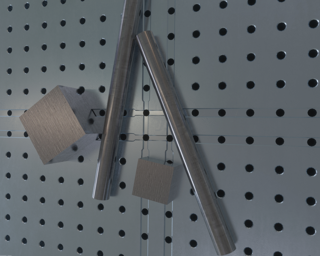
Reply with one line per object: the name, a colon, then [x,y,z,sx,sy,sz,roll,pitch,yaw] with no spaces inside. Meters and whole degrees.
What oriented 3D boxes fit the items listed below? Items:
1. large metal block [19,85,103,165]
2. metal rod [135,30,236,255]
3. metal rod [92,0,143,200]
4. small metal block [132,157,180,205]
large metal block: [-0.141,-0.004,0.449,0.080,0.050,0.080,-35,79,16]
metal rod: [0.030,0.013,0.401,0.025,0.025,0.299,-23,83,18]
metal rod: [-0.059,-0.048,0.433,0.025,0.025,0.298,11,94,19]
small metal block: [-0.005,0.069,0.414,0.050,0.025,0.050,12,94,19]
